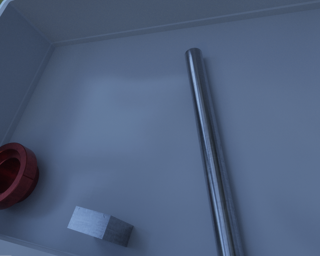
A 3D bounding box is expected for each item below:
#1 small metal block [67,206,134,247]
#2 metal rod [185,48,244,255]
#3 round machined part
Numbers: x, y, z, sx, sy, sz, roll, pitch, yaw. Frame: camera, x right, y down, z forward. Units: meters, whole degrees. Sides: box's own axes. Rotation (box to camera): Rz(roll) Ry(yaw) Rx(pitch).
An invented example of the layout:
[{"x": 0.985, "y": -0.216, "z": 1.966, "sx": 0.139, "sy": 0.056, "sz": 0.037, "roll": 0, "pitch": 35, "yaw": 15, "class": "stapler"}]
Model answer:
[{"x": -0.067, "y": 0.113, "z": 0.354, "sx": 0.050, "sy": 0.050, "sz": 0.025, "roll": 5, "pitch": 64, "yaw": 30, "class": "small metal block"}, {"x": 0.059, "y": 0.019, "z": 0.362, "sx": 0.025, "sy": 0.025, "sz": 0.299, "roll": -17, "pitch": 55, "yaw": 18, "class": "metal rod"}, {"x": -0.222, "y": 0.074, "z": 0.463, "sx": 0.098, "sy": 0.042, "sz": 0.098, "roll": -13, "pitch": 56, "yaw": 20, "class": "round machined part"}]
